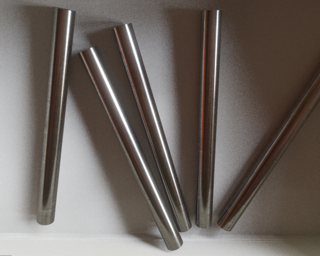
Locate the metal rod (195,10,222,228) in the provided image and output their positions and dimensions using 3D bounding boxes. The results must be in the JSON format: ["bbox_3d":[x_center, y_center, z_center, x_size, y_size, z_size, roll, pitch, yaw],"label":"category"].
[{"bbox_3d":[0.063,0.003,0.412,0.025,0.025,0.298,-1,110,0],"label":"metal rod"}]

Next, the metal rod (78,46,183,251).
[{"bbox_3d":[-0.033,0.038,0.415,0.025,0.025,0.299,-21,106,7],"label":"metal rod"}]

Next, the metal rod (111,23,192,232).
[{"bbox_3d":[-0.005,0.014,0.416,0.025,0.025,0.298,-15,110,5],"label":"metal rod"}]

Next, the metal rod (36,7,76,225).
[{"bbox_3d":[-0.140,-0.001,0.409,0.025,0.025,0.298,11,110,-4],"label":"metal rod"}]

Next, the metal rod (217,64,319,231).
[{"bbox_3d":[0.162,0.020,0.419,0.025,0.025,0.298,24,108,-9],"label":"metal rod"}]
